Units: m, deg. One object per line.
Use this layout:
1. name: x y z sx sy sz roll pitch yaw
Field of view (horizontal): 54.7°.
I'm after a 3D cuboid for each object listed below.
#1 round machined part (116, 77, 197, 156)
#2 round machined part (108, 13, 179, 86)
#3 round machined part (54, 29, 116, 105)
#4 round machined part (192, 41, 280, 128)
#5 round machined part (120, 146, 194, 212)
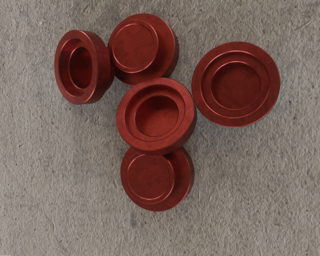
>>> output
1. round machined part: -0.002 -0.011 0.390 0.098 0.042 0.098 -6 65 14
2. round machined part: -0.027 -0.104 0.409 0.098 0.042 0.097 0 90 19
3. round machined part: -0.099 -0.082 0.423 0.098 0.042 0.097 7 102 40
4. round machined part: 0.090 -0.049 0.369 0.098 0.042 0.097 0 90 19
5. round machined part: -0.008 0.060 0.402 0.098 0.042 0.097 0 90 19
